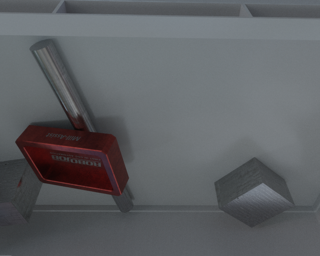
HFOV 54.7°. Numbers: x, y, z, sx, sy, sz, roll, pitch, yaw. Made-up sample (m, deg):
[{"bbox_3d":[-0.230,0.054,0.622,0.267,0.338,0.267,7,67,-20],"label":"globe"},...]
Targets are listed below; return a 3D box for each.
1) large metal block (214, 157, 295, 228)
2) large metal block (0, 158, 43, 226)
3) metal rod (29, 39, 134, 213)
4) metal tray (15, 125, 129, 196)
[{"bbox_3d":[0.145,0.102,0.482,0.080,0.050,0.080,34,122,-26],"label":"large metal block"},{"bbox_3d":[-0.228,0.094,0.450,0.080,0.080,0.050,-8,130,6],"label":"large metal block"},{"bbox_3d":[-0.092,0.021,0.425,0.025,0.025,0.299,-11,130,8],"label":"metal rod"},{"bbox_3d":[-0.115,0.044,0.415,0.130,0.030,0.089,6,134,17],"label":"metal tray"}]
